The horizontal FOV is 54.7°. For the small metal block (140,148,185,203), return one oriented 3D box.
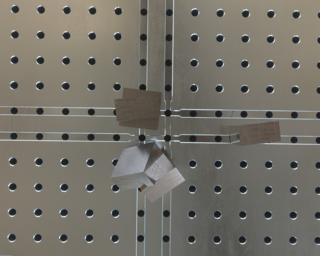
[{"bbox_3d":[-0.003,0.060,0.398,0.050,0.050,0.025,-34,120,0],"label":"small metal block"}]

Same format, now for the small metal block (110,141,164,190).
[{"bbox_3d":[-0.028,0.048,0.389,0.050,0.050,0.025,-15,125,30],"label":"small metal block"}]

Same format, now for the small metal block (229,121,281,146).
[{"bbox_3d":[0.121,0.006,0.403,0.050,0.050,0.025,-6,90,0],"label":"small metal block"}]

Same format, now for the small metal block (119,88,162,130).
[{"bbox_3d":[-0.025,-0.025,0.413,0.050,0.025,0.050,7,90,-1],"label":"small metal block"}]

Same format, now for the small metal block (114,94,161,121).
[{"bbox_3d":[-0.025,-0.023,0.376,0.050,0.050,0.025,-7,90,0],"label":"small metal block"}]
